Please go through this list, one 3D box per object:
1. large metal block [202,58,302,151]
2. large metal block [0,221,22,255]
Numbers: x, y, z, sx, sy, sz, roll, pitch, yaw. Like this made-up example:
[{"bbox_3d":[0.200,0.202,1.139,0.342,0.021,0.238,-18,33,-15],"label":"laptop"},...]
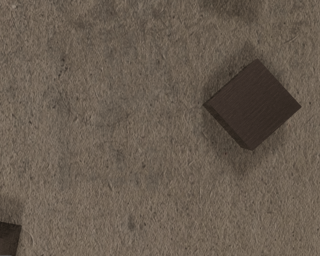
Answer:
[{"bbox_3d":[0.115,-0.029,0.399,0.080,0.050,0.080,-42,91,0],"label":"large metal block"},{"bbox_3d":[-0.235,0.164,0.395,0.080,0.050,0.080,11,90,-1],"label":"large metal block"}]
